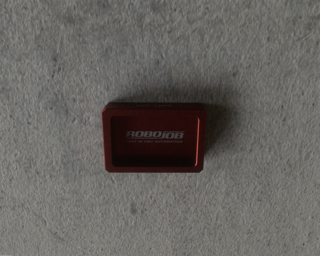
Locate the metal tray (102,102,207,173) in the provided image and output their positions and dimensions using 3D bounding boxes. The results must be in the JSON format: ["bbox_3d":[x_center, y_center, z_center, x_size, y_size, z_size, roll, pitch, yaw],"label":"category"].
[{"bbox_3d":[-0.007,0.013,0.411,0.131,0.030,0.089,0,110,-1],"label":"metal tray"}]
